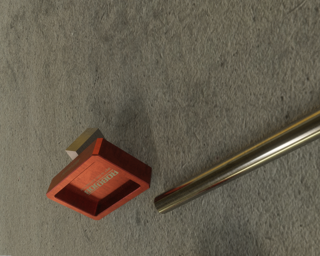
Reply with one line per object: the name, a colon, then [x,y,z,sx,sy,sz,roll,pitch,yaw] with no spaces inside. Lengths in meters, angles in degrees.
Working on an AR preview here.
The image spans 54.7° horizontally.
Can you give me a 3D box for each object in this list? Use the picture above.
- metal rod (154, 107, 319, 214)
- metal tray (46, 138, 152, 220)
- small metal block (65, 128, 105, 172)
metal rod: [0.103,0.026,0.318,0.299,0.025,0.025,-36,68,34]
metal tray: [-0.085,0.076,0.431,0.130,0.090,0.030,-38,29,33]
small metal block: [-0.102,0.035,0.457,0.025,0.050,0.050,2,131,40]
